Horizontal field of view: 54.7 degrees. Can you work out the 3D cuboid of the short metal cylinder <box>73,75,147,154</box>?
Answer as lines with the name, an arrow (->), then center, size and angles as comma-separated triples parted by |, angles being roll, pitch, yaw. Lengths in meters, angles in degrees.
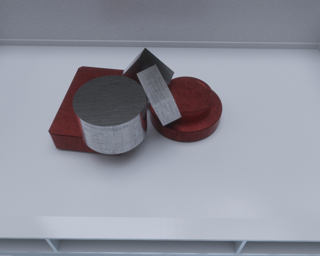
short metal cylinder -> -0.056, -0.016, 0.361 | 0.081, 0.050, 0.080 | 0, 50, 0

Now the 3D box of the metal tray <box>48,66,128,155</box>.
metal tray -> -0.082, -0.028, 0.420 | 0.091, 0.030, 0.130 | 6, 50, 4

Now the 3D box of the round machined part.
round machined part -> 0.035, -0.032, 0.419 | 0.099, 0.042, 0.098 | 0, 50, 0

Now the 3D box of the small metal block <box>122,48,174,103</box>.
small metal block -> -0.018, -0.069, 0.411 | 0.050, 0.050, 0.025 | 38, 44, -17

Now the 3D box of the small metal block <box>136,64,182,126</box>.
small metal block -> 0.000, -0.038, 0.368 | 0.025, 0.050, 0.050 | -26, 60, 2
